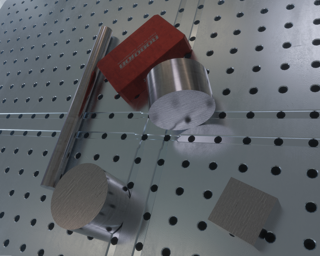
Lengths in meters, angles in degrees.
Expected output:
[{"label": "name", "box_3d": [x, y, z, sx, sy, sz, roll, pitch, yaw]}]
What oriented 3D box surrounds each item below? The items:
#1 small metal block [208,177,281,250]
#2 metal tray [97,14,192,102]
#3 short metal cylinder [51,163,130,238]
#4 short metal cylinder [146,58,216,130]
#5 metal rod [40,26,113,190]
[{"label": "small metal block", "box_3d": [0.085, 0.085, 0.312, 0.050, 0.025, 0.050, 23, 74, 36]}, {"label": "metal tray", "box_3d": [-0.027, -0.112, 0.488, 0.130, 0.030, 0.090, -40, 51, 1]}, {"label": "short metal cylinder", "box_3d": [-0.085, 0.090, 0.382, 0.080, 0.050, 0.080, -13, 56, 21]}, {"label": "short metal cylinder", "box_3d": [0.024, -0.040, 0.385, 0.080, 0.080, 0.050, -19, 55, 17]}, {"label": "metal rod", "box_3d": [-0.128, -0.047, 0.503, 0.025, 0.025, 0.300, -2, 61, 27]}]
